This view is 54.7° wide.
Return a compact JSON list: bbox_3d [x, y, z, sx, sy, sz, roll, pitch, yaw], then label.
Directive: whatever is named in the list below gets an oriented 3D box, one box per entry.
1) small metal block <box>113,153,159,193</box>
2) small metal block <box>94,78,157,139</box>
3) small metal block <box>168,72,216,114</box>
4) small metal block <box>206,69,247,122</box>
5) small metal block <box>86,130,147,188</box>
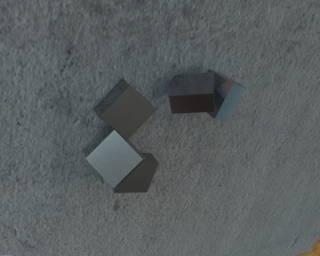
[{"bbox_3d":[-0.037,0.061,0.426,0.050,0.025,0.050,6,115,-32],"label":"small metal block"},{"bbox_3d":[-0.041,-0.023,0.372,0.050,0.025,0.050,-46,130,4],"label":"small metal block"},{"bbox_3d":[0.041,-0.043,0.375,0.050,0.050,0.025,-2,127,14],"label":"small metal block"},{"bbox_3d":[0.078,-0.043,0.408,0.025,0.050,0.050,11,113,-35],"label":"small metal block"},{"bbox_3d":[-0.053,0.038,0.384,0.050,0.050,0.025,-45,171,2],"label":"small metal block"}]
